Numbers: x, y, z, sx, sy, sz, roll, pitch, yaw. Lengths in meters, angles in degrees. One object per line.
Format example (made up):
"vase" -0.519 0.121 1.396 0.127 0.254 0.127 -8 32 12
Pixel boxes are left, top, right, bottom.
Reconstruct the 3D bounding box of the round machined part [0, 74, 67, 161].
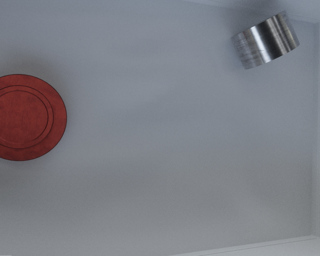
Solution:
"round machined part" -0.155 -0.011 0.345 0.099 0.042 0.097 0 90 -21

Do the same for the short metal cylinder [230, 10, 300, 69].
"short metal cylinder" 0.147 -0.124 0.437 0.080 0.080 0.050 -31 101 -18
